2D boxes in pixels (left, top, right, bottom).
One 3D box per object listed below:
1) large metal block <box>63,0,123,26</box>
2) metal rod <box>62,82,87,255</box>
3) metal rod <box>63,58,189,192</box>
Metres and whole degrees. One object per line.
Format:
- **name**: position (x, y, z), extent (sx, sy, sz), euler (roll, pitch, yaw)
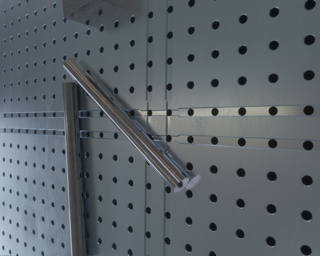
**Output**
- **large metal block**: position (-0.108, -0.217, 0.482), extent (0.080, 0.050, 0.080), euler (-10, 84, 39)
- **metal rod**: position (-0.146, 0.071, 0.529), extent (0.025, 0.025, 0.298), euler (-7, 86, 40)
- **metal rod**: position (-0.065, -0.020, 0.462), extent (0.300, 0.025, 0.025), euler (45, 117, 30)
